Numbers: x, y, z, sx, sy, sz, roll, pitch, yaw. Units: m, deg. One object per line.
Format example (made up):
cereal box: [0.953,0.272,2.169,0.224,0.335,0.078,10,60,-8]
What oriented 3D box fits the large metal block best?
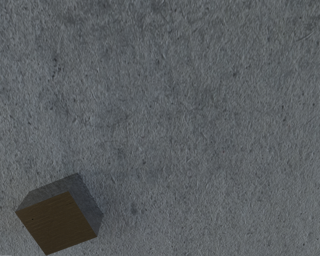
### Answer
large metal block: [-0.139,0.121,0.439,0.080,0.050,0.080,-22,109,7]
